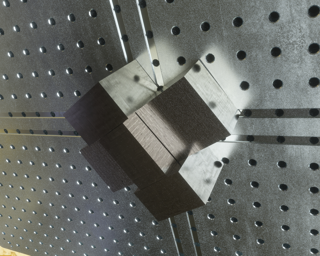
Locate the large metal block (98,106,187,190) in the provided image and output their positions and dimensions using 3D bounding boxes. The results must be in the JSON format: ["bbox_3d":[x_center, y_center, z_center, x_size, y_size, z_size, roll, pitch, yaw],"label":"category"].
[{"bbox_3d":[-0.016,0.017,0.395,0.050,0.080,0.080,-32,100,38],"label":"large metal block"}]

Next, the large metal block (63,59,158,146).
[{"bbox_3d":[-0.059,-0.032,0.387,0.080,0.080,0.050,-32,100,38],"label":"large metal block"}]

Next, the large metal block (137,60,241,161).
[{"bbox_3d":[0.033,-0.018,0.366,0.080,0.050,0.080,-32,103,38],"label":"large metal block"}]

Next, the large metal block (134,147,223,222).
[{"bbox_3d":[0.026,0.066,0.403,0.080,0.080,0.050,-32,100,37],"label":"large metal block"}]

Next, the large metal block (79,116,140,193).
[{"bbox_3d":[-0.055,0.037,0.449,0.080,0.050,0.080,-30,102,38],"label":"large metal block"}]
